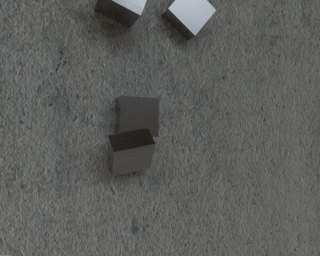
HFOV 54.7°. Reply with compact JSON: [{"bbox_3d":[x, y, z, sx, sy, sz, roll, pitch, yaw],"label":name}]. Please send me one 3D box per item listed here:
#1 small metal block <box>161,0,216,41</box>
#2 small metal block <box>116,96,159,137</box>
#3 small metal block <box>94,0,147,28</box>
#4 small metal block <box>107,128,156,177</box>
[{"bbox_3d":[0.039,-0.158,0.423,0.050,0.025,0.050,41,77,-16],"label":"small metal block"},{"bbox_3d":[-0.029,-0.014,0.398,0.050,0.025,0.050,1,90,-20],"label":"small metal block"},{"bbox_3d":[-0.049,-0.152,0.377,0.050,0.050,0.025,22,83,-19],"label":"small metal block"},{"bbox_3d":[-0.036,0.030,0.380,0.050,0.050,0.025,-11,51,-20],"label":"small metal block"}]
